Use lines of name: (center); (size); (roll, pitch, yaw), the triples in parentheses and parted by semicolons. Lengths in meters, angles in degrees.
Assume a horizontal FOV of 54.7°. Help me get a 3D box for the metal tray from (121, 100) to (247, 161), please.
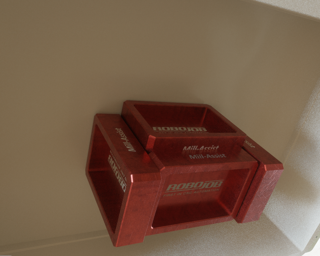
metal tray: (0.027, 0.001, 0.378); (0.131, 0.090, 0.030); (0, 119, -28)

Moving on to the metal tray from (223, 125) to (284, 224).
metal tray: (0.096, 0.052, 0.422); (0.030, 0.130, 0.089); (1, 119, -29)

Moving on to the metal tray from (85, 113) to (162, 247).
metal tray: (-0.048, 0.051, 0.344); (0.030, 0.130, 0.089); (0, 119, -29)

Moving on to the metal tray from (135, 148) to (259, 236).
metal tray: (0.041, 0.070, 0.352); (0.131, 0.030, 0.089); (1, 118, -29)

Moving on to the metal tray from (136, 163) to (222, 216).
metal tray: (0.006, 0.079, 0.415); (0.131, 0.090, 0.030); (0, 118, -29)
